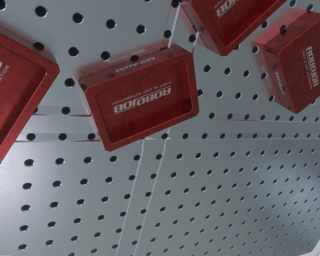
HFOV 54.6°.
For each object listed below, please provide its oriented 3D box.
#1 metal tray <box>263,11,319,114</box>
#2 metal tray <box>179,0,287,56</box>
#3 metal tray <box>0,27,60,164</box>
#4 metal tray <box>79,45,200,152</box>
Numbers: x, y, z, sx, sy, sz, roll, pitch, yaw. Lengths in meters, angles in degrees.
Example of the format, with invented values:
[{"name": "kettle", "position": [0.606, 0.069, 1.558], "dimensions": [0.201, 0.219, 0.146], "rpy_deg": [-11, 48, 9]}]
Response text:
[{"name": "metal tray", "position": [0.215, -0.094, 0.466], "dimensions": [0.090, 0.030, 0.130], "rpy_deg": [-39, 129, -2]}, {"name": "metal tray", "position": [0.095, -0.160, 0.360], "dimensions": [0.130, 0.030, 0.090], "rpy_deg": [-43, 129, 1]}, {"name": "metal tray", "position": [-0.170, -0.031, 0.295], "dimensions": [0.090, 0.030, 0.130], "rpy_deg": [29, 103, -38]}, {"name": "metal tray", "position": [-0.020, -0.036, 0.374], "dimensions": [0.131, 0.030, 0.090], "rpy_deg": [-23, 127, -15]}]
